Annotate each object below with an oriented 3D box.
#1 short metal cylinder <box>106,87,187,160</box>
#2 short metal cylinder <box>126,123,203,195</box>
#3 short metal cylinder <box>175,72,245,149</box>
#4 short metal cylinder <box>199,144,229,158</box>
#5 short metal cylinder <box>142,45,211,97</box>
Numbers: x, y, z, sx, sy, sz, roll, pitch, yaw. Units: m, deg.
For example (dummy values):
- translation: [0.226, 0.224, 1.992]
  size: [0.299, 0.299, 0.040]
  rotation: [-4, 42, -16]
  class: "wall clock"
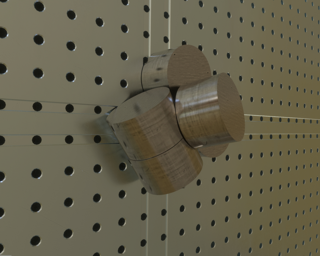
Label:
- translation: [-0.015, -0.006, 0.363]
  size: [0.080, 0.080, 0.050]
  rotation: [-41, 116, -32]
  class: "short metal cylinder"
- translation: [0.006, 0.036, 0.380]
  size: [0.080, 0.080, 0.050]
  rotation: [-41, 116, -32]
  class: "short metal cylinder"
- translation: [0.060, -0.019, 0.362]
  size: [0.080, 0.050, 0.080]
  rotation: [28, 55, -51]
  class: "short metal cylinder"
- translation: [0.057, 0.001, 0.442]
  size: [0.081, 0.050, 0.079]
  rotation: [0, 90, -40]
  class: "short metal cylinder"
- translation: [0.023, -0.066, 0.413]
  size: [0.081, 0.050, 0.079]
  rotation: [0, 90, -40]
  class: "short metal cylinder"
